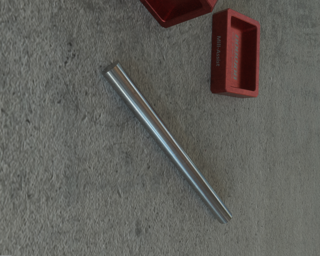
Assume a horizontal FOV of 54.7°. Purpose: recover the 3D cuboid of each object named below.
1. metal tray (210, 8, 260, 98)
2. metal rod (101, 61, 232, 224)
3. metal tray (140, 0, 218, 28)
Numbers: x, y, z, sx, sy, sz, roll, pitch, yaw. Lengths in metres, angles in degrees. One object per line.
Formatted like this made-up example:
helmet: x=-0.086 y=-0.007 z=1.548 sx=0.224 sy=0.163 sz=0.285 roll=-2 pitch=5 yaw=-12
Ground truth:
metal tray: x=0.125 y=-0.118 z=0.508 sx=0.091 sy=0.030 sz=0.129 roll=3 pitch=88 yaw=-40
metal rod: x=0.023 y=0.036 z=0.426 sx=0.025 sy=0.025 sz=0.300 roll=-53 pitch=121 yaw=-27
metal tray: x=0.000 y=-0.184 z=0.363 sx=0.130 sy=0.090 sz=0.030 roll=42 pitch=64 yaw=-32
